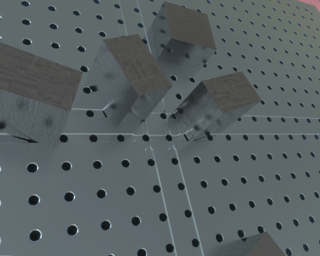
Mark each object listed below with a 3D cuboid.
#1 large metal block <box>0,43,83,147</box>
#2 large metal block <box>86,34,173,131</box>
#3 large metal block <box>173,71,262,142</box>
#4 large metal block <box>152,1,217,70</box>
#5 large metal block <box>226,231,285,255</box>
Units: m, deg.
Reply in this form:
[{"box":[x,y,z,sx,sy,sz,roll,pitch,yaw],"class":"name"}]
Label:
[{"box":[-0.134,-0.029,0.319,0.081,0.080,0.050,19,55,-18],"class":"large metal block"},{"box":[-0.042,-0.056,0.386,0.050,0.080,0.080,-23,74,-36],"class":"large metal block"},{"box":[0.079,-0.030,0.435,0.081,0.080,0.050,-18,72,-35],"class":"large metal block"},{"box":[0.037,-0.150,0.506,0.081,0.050,0.080,7,59,-25],"class":"large metal block"},{"box":[0.109,0.178,0.344,0.081,0.050,0.080,-31,79,-38],"class":"large metal block"}]
